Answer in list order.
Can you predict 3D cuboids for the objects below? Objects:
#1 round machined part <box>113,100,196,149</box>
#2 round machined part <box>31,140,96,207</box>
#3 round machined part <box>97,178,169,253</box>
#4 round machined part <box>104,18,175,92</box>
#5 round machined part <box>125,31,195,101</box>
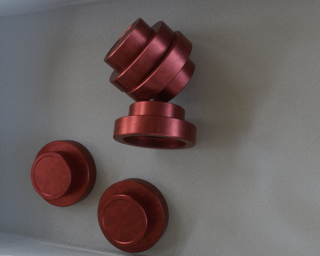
[{"bbox_3d":[-0.005,-0.003,0.374,0.098,0.098,0.042,0,76,19],"label":"round machined part"},{"bbox_3d":[-0.147,0.067,0.452,0.098,0.042,0.097,0,90,19],"label":"round machined part"},{"bbox_3d":[-0.041,0.119,0.415,0.098,0.042,0.097,0,90,19],"label":"round machined part"},{"bbox_3d":[-0.031,-0.094,0.379,0.042,0.098,0.098,40,105,-21],"label":"round machined part"},{"bbox_3d":[0.004,-0.067,0.380,0.042,0.098,0.098,40,105,-21],"label":"round machined part"}]
